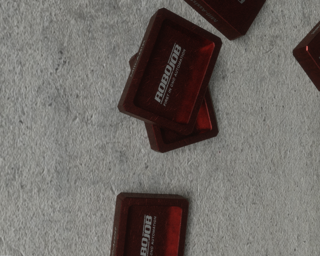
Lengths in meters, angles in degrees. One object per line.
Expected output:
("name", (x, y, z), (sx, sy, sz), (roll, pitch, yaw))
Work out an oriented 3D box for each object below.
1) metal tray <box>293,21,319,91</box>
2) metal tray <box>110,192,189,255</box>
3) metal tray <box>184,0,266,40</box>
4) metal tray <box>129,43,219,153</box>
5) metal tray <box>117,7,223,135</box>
("metal tray", (0.290, -0.135, 0.512), (0.130, 0.030, 0.090), (-46, 104, -14))
("metal tray", (-0.015, 0.152, 0.400), (0.091, 0.030, 0.129), (7, 88, -20))
("metal tray", (0.085, -0.200, 0.437), (0.130, 0.030, 0.090), (35, 79, -17))
("metal tray", (0.020, -0.041, 0.413), (0.091, 0.030, 0.129), (-16, 96, -19))
("metal tray", (0.014, -0.066, 0.378), (0.091, 0.030, 0.130), (22, 83, -19))
